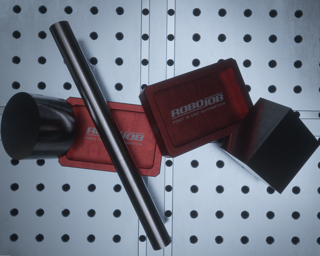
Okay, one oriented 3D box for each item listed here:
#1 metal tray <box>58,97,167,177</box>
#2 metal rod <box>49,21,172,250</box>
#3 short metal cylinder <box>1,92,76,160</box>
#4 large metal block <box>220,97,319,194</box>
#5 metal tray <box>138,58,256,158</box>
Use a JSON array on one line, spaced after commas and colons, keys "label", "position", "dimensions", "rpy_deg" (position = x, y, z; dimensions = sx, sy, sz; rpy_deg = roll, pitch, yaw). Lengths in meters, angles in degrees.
[{"label": "metal tray", "position": [-0.060, 0.011, 0.410], "dimensions": [0.131, 0.030, 0.089], "rpy_deg": [7, 90, 0]}, {"label": "metal rod", "position": [-0.061, 0.009, 0.383], "dimensions": [0.025, 0.025, 0.299], "rpy_deg": [-25, 90, 0]}, {"label": "short metal cylinder", "position": [-0.150, -0.001, 0.381], "dimensions": [0.080, 0.050, 0.080], "rpy_deg": [-3, 85, 34]}, {"label": "large metal block", "position": [0.137, 0.022, 0.384], "dimensions": [0.080, 0.050, 0.080], "rpy_deg": [38, 90, -31]}, {"label": "metal tray", "position": [0.050, -0.026, 0.392], "dimensions": [0.131, 0.030, 0.090], "rpy_deg": [-21, 90, -17]}]
